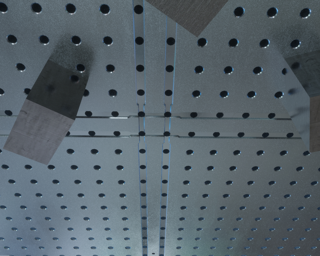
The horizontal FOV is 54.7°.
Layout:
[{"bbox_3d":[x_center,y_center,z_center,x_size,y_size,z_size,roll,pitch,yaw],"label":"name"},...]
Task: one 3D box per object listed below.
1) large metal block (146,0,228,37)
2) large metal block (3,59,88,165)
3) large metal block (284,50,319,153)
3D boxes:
[{"bbox_3d":[0.026,-0.143,0.274,0.080,0.050,0.080,28,124,-23],"label":"large metal block"},{"bbox_3d":[-0.130,-0.018,0.358,0.050,0.080,0.080,26,125,-21],"label":"large metal block"},{"bbox_3d":[0.181,-0.032,0.351,0.050,0.080,0.080,-13,129,11],"label":"large metal block"}]
